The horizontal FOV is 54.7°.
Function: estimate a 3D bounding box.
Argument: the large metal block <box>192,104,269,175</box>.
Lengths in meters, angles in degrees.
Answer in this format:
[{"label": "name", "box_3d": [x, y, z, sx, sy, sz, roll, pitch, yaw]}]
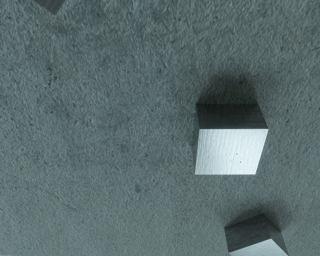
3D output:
[{"label": "large metal block", "box_3d": [0.086, 0.015, 0.405, 0.081, 0.050, 0.079, 0, 130, 0]}]

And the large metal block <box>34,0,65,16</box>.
[{"label": "large metal block", "box_3d": [-0.097, -0.158, 0.255, 0.080, 0.050, 0.080, 33, 123, -25]}]

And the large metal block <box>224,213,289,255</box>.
[{"label": "large metal block", "box_3d": [0.177, 0.211, 0.572, 0.080, 0.050, 0.080, -30, 124, 23]}]
